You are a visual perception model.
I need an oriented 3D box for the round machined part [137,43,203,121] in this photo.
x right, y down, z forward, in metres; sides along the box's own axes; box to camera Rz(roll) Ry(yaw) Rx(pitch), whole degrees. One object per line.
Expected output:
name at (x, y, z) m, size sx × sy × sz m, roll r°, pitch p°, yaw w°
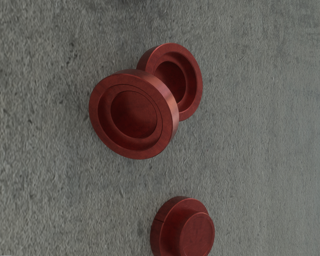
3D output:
round machined part at (0.007, -0.056, 0.398) m, size 0.099 × 0.042 × 0.097 m, roll 0°, pitch 89°, yaw -41°

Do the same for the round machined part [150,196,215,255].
round machined part at (0.038, 0.146, 0.425) m, size 0.099 × 0.042 × 0.097 m, roll 0°, pitch 90°, yaw -40°

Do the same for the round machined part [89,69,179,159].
round machined part at (-0.025, -0.018, 0.342) m, size 0.042 × 0.098 × 0.098 m, roll -48°, pitch 122°, yaw -57°
